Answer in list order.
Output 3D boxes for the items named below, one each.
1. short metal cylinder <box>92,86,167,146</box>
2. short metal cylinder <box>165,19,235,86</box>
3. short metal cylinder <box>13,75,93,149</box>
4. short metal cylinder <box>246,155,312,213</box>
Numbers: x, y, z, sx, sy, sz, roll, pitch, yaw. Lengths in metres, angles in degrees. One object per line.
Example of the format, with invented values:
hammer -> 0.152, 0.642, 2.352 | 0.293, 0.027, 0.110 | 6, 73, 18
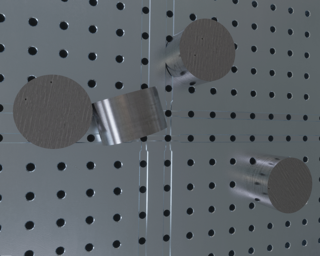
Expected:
short metal cylinder -> -0.036, -0.015, 0.370 | 0.081, 0.080, 0.050 | -18, 96, -19
short metal cylinder -> 0.053, -0.100, 0.419 | 0.081, 0.050, 0.079 | 0, 90, -20
short metal cylinder -> -0.121, -0.017, 0.354 | 0.081, 0.050, 0.079 | 0, 90, -20
short metal cylinder -> 0.178, 0.082, 0.465 | 0.081, 0.050, 0.079 | 0, 90, -20
